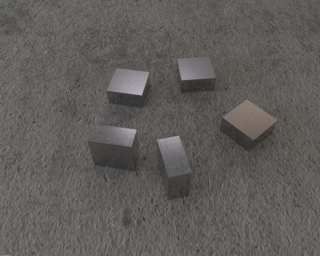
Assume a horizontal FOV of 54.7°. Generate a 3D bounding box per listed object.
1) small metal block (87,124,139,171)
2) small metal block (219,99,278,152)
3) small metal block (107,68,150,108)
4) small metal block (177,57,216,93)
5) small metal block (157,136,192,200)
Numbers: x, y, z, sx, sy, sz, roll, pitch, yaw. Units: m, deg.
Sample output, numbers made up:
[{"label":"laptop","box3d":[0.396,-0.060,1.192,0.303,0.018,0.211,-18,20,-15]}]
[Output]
[{"label":"small metal block","box3d":[-0.053,0.024,0.366,0.050,0.050,0.025,8,51,6]},{"label":"small metal block","box3d":[0.116,-0.004,0.407,0.050,0.025,0.050,-34,58,-25]},{"label":"small metal block","box3d":[-0.045,-0.059,0.452,0.050,0.025,0.050,8,51,7]},{"label":"small metal block","box3d":[0.054,-0.082,0.472,0.050,0.025,0.050,-4,50,-4]},{"label":"small metal block","box3d":[0.015,0.045,0.349,0.025,0.050,0.050,-11,51,-9]}]
